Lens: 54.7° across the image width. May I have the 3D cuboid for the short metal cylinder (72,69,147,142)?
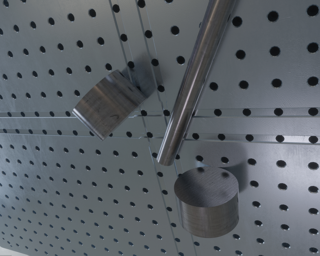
[{"bbox_3d":[-0.063,-0.028,0.391,0.050,0.080,0.080,46,129,-4],"label":"short metal cylinder"}]

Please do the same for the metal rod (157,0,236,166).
[{"bbox_3d":[0.043,-0.069,0.345,0.025,0.025,0.298,26,128,12],"label":"metal rod"}]

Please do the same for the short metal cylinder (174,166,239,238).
[{"bbox_3d":[0.061,0.094,0.401,0.080,0.080,0.050,5,121,25],"label":"short metal cylinder"}]
